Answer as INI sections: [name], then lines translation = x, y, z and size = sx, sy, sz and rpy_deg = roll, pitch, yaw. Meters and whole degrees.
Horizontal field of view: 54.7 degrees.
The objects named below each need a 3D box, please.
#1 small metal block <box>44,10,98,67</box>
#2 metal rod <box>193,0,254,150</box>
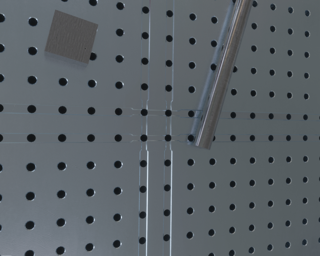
[small metal block]
translation = -0.107, -0.106, 0.373
size = 0.050, 0.025, 0.050
rpy_deg = 14, 85, -20
[metal rod]
translation = 0.102, -0.114, 0.449
size = 0.025, 0.025, 0.299
rpy_deg = 19, 83, -19
